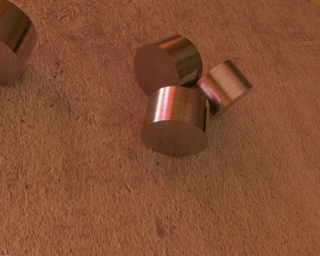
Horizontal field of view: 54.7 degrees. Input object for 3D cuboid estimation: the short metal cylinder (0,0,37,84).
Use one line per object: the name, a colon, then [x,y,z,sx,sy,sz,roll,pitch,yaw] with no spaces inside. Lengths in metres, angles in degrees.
short metal cylinder: [-0.179,-0.092,0.328,0.081,0.080,0.050,19,55,-17]

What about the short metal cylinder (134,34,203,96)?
short metal cylinder: [0.011,-0.082,0.424,0.050,0.080,0.080,-33,80,-38]

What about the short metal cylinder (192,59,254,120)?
short metal cylinder: [0.087,-0.053,0.447,0.081,0.080,0.050,-30,79,-38]

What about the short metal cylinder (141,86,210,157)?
short metal cylinder: [0.020,-0.006,0.383,0.080,0.080,0.050,20,54,-16]
